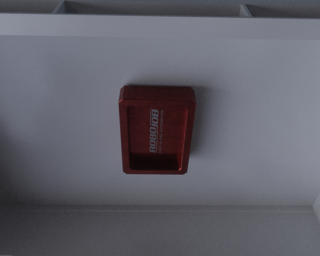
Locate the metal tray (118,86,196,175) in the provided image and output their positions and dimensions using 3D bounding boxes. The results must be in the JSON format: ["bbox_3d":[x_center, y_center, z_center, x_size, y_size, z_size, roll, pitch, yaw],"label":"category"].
[{"bbox_3d":[-0.005,0.007,0.408,0.091,0.030,0.129,1,130,-2],"label":"metal tray"}]
